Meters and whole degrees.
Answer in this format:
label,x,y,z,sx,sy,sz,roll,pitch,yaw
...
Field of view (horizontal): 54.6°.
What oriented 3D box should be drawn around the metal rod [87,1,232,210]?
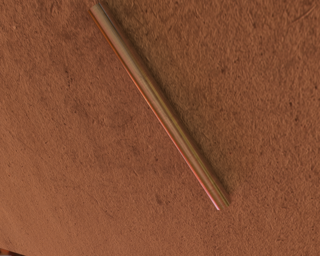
label,x,y,z,sx,sy,sz,roll,pitch,yaw
metal rod,0.007,-0.018,0.392,0.025,0.025,0.299,-24,106,36
